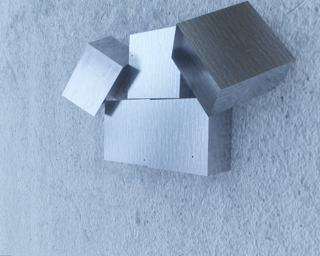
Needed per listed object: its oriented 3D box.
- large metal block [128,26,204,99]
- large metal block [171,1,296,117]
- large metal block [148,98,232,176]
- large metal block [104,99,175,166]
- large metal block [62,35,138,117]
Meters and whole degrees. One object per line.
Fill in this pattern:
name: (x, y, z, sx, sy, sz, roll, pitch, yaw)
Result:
large metal block: (0.008, -0.075, 0.382, 0.080, 0.050, 0.079, 4, 92, 39)
large metal block: (0.067, -0.069, 0.306, 0.080, 0.081, 0.050, 62, 164, 21)
large metal block: (0.034, 0.008, 0.358, 0.080, 0.050, 0.079, 2, 91, 39)
large metal block: (-0.028, 0.004, 0.410, 0.080, 0.050, 0.079, 2, 91, 39)
large metal block: (-0.078, -0.073, 0.423, 0.050, 0.080, 0.080, 34, 116, -3)
